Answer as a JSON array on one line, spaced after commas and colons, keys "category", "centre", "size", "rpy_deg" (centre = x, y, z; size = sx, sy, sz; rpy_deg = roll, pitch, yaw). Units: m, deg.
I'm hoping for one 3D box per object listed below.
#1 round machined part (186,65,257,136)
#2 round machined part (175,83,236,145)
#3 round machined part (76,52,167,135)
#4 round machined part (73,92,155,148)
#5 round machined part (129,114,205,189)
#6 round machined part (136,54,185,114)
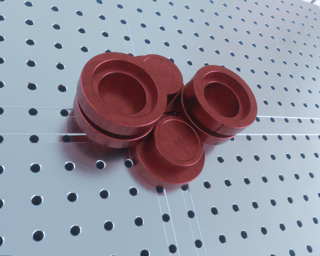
[{"category": "round machined part", "centre": [0.078, -0.033, 0.417], "size": [0.099, 0.042, 0.098], "rpy_deg": [13, 56, -21]}, {"category": "round machined part", "centre": [0.064, -0.019, 0.442], "size": [0.099, 0.042, 0.098], "rpy_deg": [13, 56, -21]}, {"category": "round machined part", "centre": [-0.045, -0.035, 0.352], "size": [0.099, 0.042, 0.098], "rpy_deg": [13, 56, -21]}, {"category": "round machined part", "centre": [-0.056, -0.019, 0.378], "size": [0.099, 0.042, 0.098], "rpy_deg": [13, 56, -21]}, {"category": "round machined part", "centre": [0.015, 0.024, 0.389], "size": [0.099, 0.042, 0.098], "rpy_deg": [13, 56, -21]}, {"category": "round machined part", "centre": [-0.007, -0.063, 0.431], "size": [0.099, 0.042, 0.098], "rpy_deg": [13, 56, -21]}]
